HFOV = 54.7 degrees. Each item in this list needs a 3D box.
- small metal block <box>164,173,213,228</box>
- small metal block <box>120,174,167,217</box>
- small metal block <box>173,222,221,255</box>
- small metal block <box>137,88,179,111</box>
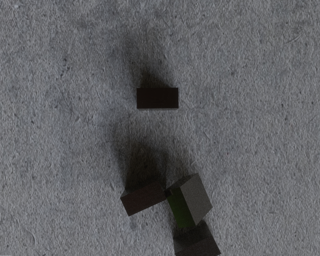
[{"bbox_3d":[0.037,0.091,0.395,0.025,0.050,0.050,-22,90,35],"label":"small metal block"},{"bbox_3d":[-0.020,0.085,0.397,0.050,0.050,0.025,-24,90,0],"label":"small metal block"},{"bbox_3d":[0.046,0.151,0.398,0.050,0.050,0.025,-26,90,0],"label":"small metal block"},{"bbox_3d":[-0.003,-0.036,0.397,0.050,0.050,0.025,-1,90,0],"label":"small metal block"}]
